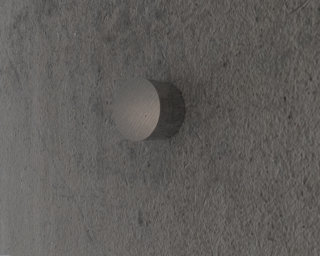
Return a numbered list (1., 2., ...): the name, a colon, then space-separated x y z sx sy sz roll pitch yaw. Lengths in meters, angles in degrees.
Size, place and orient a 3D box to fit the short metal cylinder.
1. short metal cylinder: -0.014 -0.023 0.402 0.080 0.050 0.080 0 90 40
